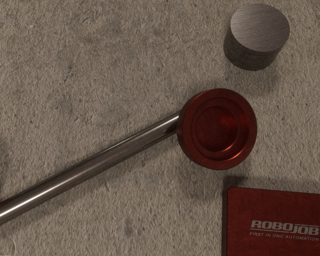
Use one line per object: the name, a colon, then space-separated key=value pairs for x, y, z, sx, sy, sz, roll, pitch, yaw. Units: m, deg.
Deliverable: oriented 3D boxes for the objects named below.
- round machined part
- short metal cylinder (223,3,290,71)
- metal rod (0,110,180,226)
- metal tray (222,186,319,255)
round machined part: x=0.067 y=0.001 z=0.387 sx=0.099 sy=0.042 sz=0.097 roll=0 pitch=91 yaw=-16
short metal cylinder: x=0.136 y=-0.129 z=0.444 sx=0.081 sy=0.050 sz=0.080 roll=0 pitch=70 yaw=0
metal rod: x=-0.083 y=0.047 z=0.389 sx=0.302 sy=0.025 sz=0.025 roll=-27 pitch=73 yaw=-10
metal tray: x=0.141 y=0.121 z=0.363 sx=0.131 sy=0.030 sz=0.090 roll=5 pitch=70 yaw=1
